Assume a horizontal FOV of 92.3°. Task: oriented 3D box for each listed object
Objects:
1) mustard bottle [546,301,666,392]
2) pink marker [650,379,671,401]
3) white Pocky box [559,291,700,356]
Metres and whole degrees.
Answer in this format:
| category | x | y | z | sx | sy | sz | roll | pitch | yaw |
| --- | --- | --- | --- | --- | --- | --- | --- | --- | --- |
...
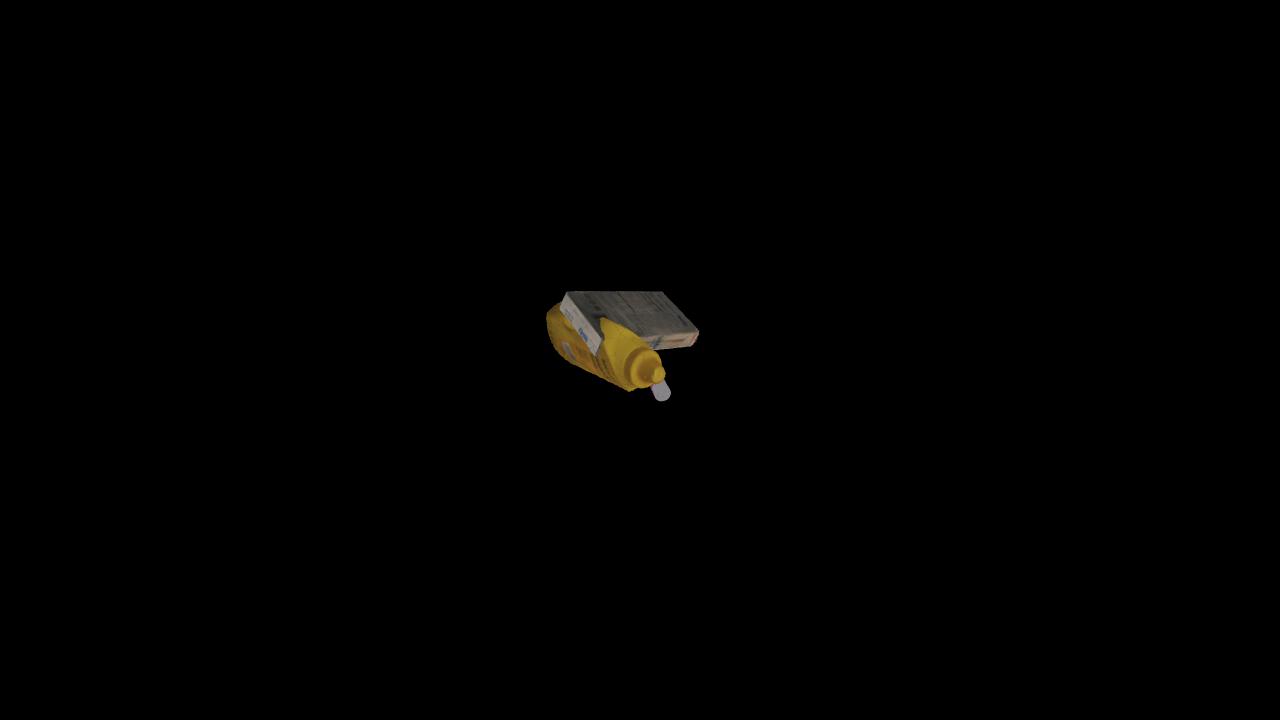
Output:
| category | x | y | z | sx | sy | sz | roll | pitch | yaw |
| --- | --- | --- | --- | --- | --- | --- | --- | --- | --- |
| mustard bottle | -0.034 | -0.008 | 0.691 | 0.054 | 0.092 | 0.184 | -36 | 34 | -23 |
| pink marker | 0.010 | 0.007 | 0.727 | 0.020 | 0.020 | 0.121 | 0 | 32 | -17 |
| white Pocky box | -0.010 | -0.046 | 0.716 | 0.154 | 0.028 | 0.084 | -6 | 46 | -43 |
